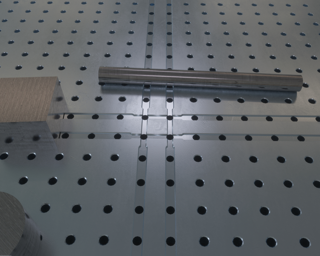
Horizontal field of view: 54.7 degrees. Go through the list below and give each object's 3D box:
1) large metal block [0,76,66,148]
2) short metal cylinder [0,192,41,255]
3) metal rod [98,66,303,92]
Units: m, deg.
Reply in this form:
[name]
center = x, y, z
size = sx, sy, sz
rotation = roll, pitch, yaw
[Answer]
[large metal block]
center = -0.176, -0.022, 0.408
size = 0.081, 0.050, 0.080
rotation = -2, 50, -2
[short metal cylinder]
center = -0.164, 0.109, 0.299
size = 0.081, 0.050, 0.080
rotation = 0, 50, 0
[metal rod]
center = 0.059, -0.075, 0.470
size = 0.302, 0.025, 0.025
rotation = 3, 50, 2
